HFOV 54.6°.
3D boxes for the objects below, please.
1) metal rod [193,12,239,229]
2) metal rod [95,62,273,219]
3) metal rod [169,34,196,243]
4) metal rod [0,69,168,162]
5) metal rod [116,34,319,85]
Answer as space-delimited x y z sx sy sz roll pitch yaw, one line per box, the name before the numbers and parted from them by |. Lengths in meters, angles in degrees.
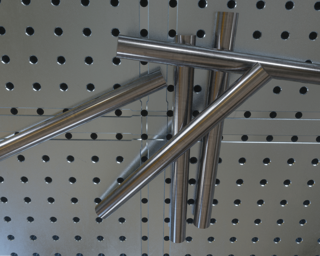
metal rod | 0.071 0.004 0.415 0.025 0.025 0.298 3 110 -1
metal rod | 0.015 0.030 0.399 0.025 0.025 0.299 41 114 -14
metal rod | 0.029 0.028 0.423 0.025 0.025 0.298 1 110 0
metal rod | -0.132 -0.005 0.410 0.301 0.025 0.025 -23 109 8
metal rod | 0.102 -0.074 0.362 0.302 0.025 0.025 5 110 -12
